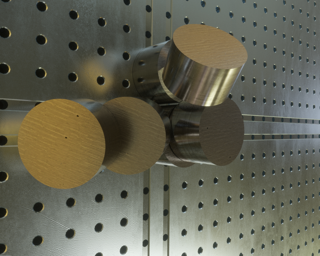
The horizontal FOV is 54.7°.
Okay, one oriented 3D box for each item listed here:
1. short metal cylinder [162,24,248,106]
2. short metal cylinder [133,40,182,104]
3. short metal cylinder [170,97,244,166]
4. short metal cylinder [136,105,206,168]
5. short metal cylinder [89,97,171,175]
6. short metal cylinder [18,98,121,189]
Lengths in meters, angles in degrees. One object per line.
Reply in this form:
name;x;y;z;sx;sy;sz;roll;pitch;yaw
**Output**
short metal cylinder;0.047;-0.070;0.338;0.081;0.080;0.050;-30;152;-36
short metal cylinder;0.012;-0.071;0.402;0.081;0.050;0.079;0;90;-40
short metal cylinder;0.056;0.003;0.372;0.081;0.050;0.079;0;90;-40
short metal cylinder;0.016;0.009;0.405;0.081;0.050;0.079;0;90;-40
short metal cylinder;-0.030;0.006;0.338;0.050;0.080;0.079;-33;118;-80
short metal cylinder;-0.083;0.012;0.295;0.050;0.080;0.079;-37;122;-81
